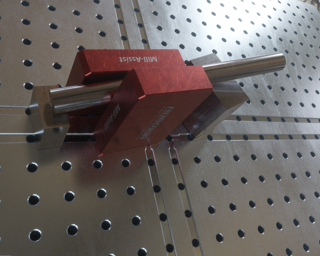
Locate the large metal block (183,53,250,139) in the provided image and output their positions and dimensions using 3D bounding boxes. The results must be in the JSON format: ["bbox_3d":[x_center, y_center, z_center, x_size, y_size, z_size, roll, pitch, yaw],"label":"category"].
[{"bbox_3d":[0.062,-0.044,0.434,0.050,0.080,0.080,-25,76,-37],"label":"large metal block"}]

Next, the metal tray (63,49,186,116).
[{"bbox_3d":[-0.042,-0.056,0.378,0.131,0.090,0.030,-9,68,-33],"label":"metal tray"}]

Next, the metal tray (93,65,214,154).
[{"bbox_3d":[-0.012,-0.017,0.346,0.091,0.129,0.030,-10,68,-33],"label":"metal tray"}]

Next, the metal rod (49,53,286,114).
[{"bbox_3d":[0.029,-0.058,0.364,0.303,0.025,0.025,-14,69,-24],"label":"metal rod"}]

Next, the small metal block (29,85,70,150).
[{"bbox_3d":[-0.121,-0.011,0.334,0.025,0.050,0.050,-9,66,-32],"label":"small metal block"}]
